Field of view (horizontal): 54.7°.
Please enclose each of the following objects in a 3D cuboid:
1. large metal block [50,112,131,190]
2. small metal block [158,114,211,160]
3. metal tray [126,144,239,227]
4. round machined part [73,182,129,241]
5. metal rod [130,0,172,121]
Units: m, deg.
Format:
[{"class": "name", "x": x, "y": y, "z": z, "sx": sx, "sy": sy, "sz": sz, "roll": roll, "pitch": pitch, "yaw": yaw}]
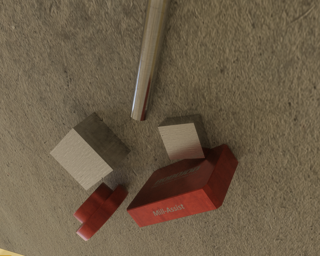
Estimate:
[{"class": "large metal block", "x": -0.106, "y": 0.036, "z": 0.469, "sx": 0.080, "sy": 0.050, "sz": 0.080, "roll": 48, "pitch": 129, "yaw": -6}, {"class": "small metal block", "x": 0.032, "y": 0.012, "z": 0.398, "sx": 0.050, "sy": 0.025, "sz": 0.050, "roll": -6, "pitch": 115, "yaw": 31}, {"class": "metal tray", "x": 0.028, "y": 0.074, "z": 0.395, "sx": 0.130, "sy": 0.090, "sz": 0.030, "roll": -26, "pitch": 104, "yaw": 37}, {"class": "round machined part", "x": -0.098, "y": 0.124, "z": 0.488, "sx": 0.042, "sy": 0.098, "sz": 0.097, "roll": 43, "pitch": 129, "yaw": -1}, {"class": "metal rod", "x": 0.000, "y": -0.135, "z": 0.323, "sx": 0.025, "sy": 0.025, "sz": 0.298, "roll": 23, "pitch": 127, "yaw": 14}]
